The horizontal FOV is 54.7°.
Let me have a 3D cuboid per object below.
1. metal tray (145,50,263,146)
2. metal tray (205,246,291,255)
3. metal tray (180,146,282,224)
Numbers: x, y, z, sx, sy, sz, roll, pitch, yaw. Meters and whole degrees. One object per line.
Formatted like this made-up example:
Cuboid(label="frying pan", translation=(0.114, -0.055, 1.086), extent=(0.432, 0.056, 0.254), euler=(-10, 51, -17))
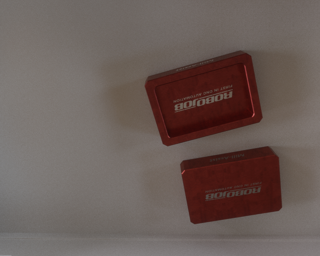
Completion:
Cuboid(label="metal tray", translation=(0.055, -0.037, 0.395), extent=(0.131, 0.030, 0.089), euler=(-15, 110, 5))
Cuboid(label="metal tray", translation=(0.138, 0.221, 0.461), extent=(0.131, 0.090, 0.030), euler=(-3, 110, 1))
Cuboid(label="metal tray", translation=(0.101, 0.082, 0.440), extent=(0.131, 0.030, 0.089), euler=(-10, 110, 3))
